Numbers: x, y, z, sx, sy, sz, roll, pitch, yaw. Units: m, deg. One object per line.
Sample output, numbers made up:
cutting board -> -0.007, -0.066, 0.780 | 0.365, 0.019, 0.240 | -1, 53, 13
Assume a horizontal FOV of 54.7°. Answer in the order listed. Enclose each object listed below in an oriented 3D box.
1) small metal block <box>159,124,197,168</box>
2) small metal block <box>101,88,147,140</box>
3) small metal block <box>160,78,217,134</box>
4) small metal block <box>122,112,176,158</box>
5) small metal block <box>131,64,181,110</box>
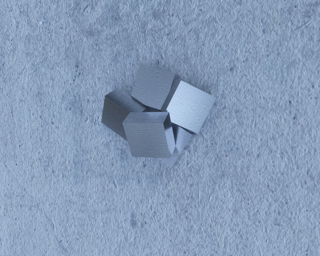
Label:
small metal block -> 0.011, 0.016, 0.406 | 0.050, 0.025, 0.050 | 34, 101, 16
small metal block -> -0.049, -0.017, 0.414 | 0.050, 0.025, 0.050 | 35, 137, 15
small metal block -> 0.034, -0.028, 0.386 | 0.050, 0.025, 0.050 | 24, 99, -16
small metal block -> -0.012, 0.008, 0.375 | 0.050, 0.025, 0.050 | 0, 123, 19
small metal block -> -0.006, -0.053, 0.412 | 0.050, 0.025, 0.050 | 18, 96, 18
